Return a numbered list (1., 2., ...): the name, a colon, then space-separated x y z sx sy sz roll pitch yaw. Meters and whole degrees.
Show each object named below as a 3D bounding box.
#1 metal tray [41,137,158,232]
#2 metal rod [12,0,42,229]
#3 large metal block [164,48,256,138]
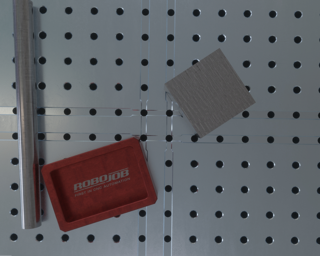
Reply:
1. metal tray: -0.078 0.072 0.410 0.131 0.030 0.090 -18 90 0
2. metal rod: -0.176 -0.019 0.411 0.025 0.025 0.298 -2 90 0
3. large metal block: 0.061 -0.043 0.401 0.080 0.050 0.080 -33 90 0
